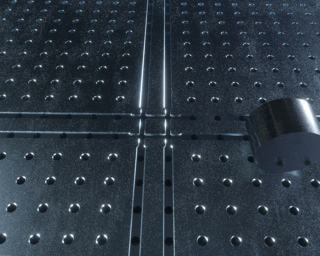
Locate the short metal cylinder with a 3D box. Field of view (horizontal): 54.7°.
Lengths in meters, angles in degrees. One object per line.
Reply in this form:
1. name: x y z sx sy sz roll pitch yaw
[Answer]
1. short metal cylinder: 0.147 0.010 0.365 0.081 0.080 0.050 0 50 -1
